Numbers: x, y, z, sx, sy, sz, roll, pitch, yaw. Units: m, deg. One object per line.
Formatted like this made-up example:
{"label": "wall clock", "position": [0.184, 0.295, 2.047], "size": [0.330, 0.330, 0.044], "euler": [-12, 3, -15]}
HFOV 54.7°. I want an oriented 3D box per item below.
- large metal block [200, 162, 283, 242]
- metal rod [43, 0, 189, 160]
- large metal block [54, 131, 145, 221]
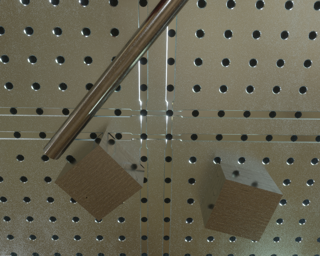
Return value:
{"label": "large metal block", "position": [0.112, 0.104, 0.439], "size": [0.080, 0.050, 0.079], "euler": [16, 109, -6]}
{"label": "metal rod", "position": [-0.051, -0.073, 0.385], "size": [0.025, 0.025, 0.299], "euler": [39, 105, -13]}
{"label": "large metal block", "position": [-0.079, 0.065, 0.423], "size": [0.080, 0.050, 0.080], "euler": [-39, 106, 13]}
